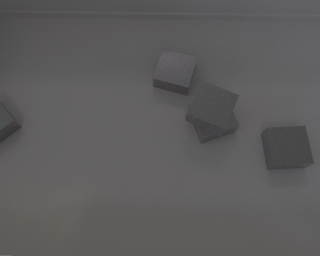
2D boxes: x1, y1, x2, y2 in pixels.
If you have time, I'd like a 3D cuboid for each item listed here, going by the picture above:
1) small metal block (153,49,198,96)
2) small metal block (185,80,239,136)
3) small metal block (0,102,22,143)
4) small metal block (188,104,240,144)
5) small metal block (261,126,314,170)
[{"bbox_3d":[0.021,-0.079,0.439,0.050,0.025,0.050,15,71,5],"label":"small metal block"},{"bbox_3d":[0.066,-0.025,0.393,0.050,0.025,0.050,23,72,8],"label":"small metal block"},{"bbox_3d":[-0.224,-0.007,0.411,0.050,0.025,0.050,-41,75,-14],"label":"small metal block"},{"bbox_3d":[0.070,-0.013,0.415,0.050,0.025,0.050,-18,71,-7],"label":"small metal block"},{"bbox_3d":[0.163,0.026,0.401,0.050,0.025,0.050,-3,70,-1],"label":"small metal block"}]
